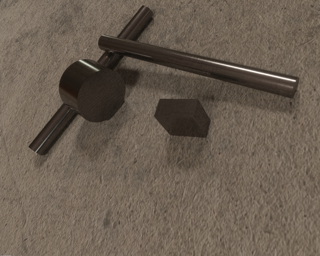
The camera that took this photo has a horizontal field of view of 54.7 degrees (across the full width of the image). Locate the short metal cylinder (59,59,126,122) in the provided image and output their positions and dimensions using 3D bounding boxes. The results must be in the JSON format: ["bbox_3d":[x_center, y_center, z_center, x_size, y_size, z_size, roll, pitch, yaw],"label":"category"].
[{"bbox_3d":[-0.098,-0.054,0.451,0.050,0.080,0.080,31,79,37],"label":"short metal cylinder"}]

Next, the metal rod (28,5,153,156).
[{"bbox_3d":[-0.108,-0.084,0.509,0.025,0.025,0.300,27,76,37],"label":"metal rod"}]

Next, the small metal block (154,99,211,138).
[{"bbox_3d":[0.028,-0.012,0.379,0.050,0.050,0.025,3,64,29],"label":"small metal block"}]

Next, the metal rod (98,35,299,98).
[{"bbox_3d":[0.031,-0.092,0.425,0.300,0.025,0.025,21,73,30],"label":"metal rod"}]
